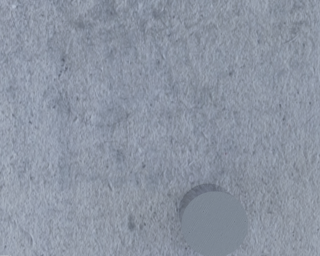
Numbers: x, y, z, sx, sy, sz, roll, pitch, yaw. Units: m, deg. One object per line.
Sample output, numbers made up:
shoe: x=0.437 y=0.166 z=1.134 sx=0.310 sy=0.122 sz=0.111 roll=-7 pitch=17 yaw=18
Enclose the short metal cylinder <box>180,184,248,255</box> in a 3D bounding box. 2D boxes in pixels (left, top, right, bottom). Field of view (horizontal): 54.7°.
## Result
short metal cylinder: x=0.066 y=0.116 z=0.399 sx=0.081 sy=0.050 sz=0.079 roll=0 pitch=90 yaw=-1
